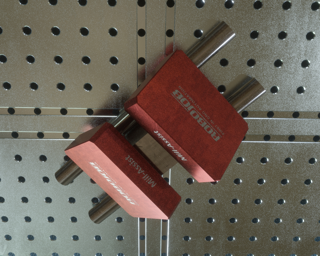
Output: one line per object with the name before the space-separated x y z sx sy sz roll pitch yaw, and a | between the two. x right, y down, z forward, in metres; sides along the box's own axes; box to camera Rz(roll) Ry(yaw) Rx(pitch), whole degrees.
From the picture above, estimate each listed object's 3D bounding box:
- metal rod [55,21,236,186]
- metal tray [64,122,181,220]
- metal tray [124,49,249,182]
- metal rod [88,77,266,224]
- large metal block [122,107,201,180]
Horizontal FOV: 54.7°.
metal rod | -0.028 -0.024 0.404 0.300 0.025 0.025 -41 106 13
metal tray | -0.046 0.057 0.376 0.130 0.030 0.090 48 146 -16
metal tray | 0.035 -0.012 0.351 0.130 0.030 0.090 45 60 -15
metal rod | 0.015 0.038 0.428 0.300 0.025 0.025 -40 106 13
large metal block | 0.001 0.011 0.388 0.080 0.080 0.050 -40 106 13
